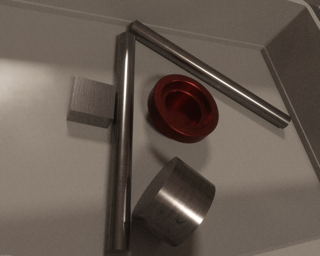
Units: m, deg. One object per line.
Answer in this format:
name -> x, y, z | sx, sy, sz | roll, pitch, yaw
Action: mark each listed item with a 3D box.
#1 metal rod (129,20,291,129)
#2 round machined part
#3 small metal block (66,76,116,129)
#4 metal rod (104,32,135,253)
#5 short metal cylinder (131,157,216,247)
metal rod -> 0.086, -0.083, 0.504 | 0.301, 0.025, 0.025 | 30, 52, -10
round machined part -> 0.028, -0.022, 0.425 | 0.099, 0.042, 0.098 | 14, 56, -21
small metal block -> -0.084, -0.031, 0.381 | 0.050, 0.025, 0.050 | 13, 56, -22
metal rod -> -0.046, -0.006, 0.385 | 0.025, 0.025, 0.299 | 13, 56, -22
short metal cylinder -> 0.014, 0.078, 0.332 | 0.050, 0.080, 0.080 | 38, 51, -3
